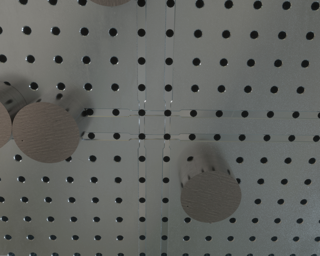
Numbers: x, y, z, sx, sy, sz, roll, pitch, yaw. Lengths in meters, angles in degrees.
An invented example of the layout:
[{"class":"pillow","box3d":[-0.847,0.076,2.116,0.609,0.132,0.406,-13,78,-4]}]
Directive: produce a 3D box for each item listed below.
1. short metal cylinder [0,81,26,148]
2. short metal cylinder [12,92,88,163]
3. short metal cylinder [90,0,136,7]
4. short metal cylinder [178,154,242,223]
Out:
[{"class":"short metal cylinder","box3d":[-0.217,-0.016,0.391,0.081,0.050,0.079,0,110,0]},{"class":"short metal cylinder","box3d":[-0.138,-0.002,0.398,0.081,0.050,0.079,0,110,-1]},{"class":"short metal cylinder","box3d":[-0.052,-0.174,0.335,0.081,0.050,0.079,0,110,-1]},{"class":"short metal cylinder","box3d":[0.067,0.083,0.432,0.081,0.050,0.079,0,110,-1]}]
